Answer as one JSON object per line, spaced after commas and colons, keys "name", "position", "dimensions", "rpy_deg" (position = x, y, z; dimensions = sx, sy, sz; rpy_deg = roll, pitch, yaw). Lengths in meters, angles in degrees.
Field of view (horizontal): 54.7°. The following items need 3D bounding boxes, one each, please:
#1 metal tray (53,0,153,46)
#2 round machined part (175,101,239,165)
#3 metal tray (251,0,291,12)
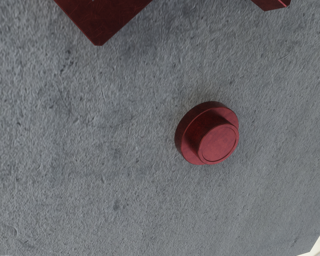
{"name": "metal tray", "position": [-0.042, -0.153, 0.287], "dimensions": [0.130, 0.030, 0.090], "rpy_deg": [-42, 130, 0]}
{"name": "round machined part", "position": [0.074, 0.014, 0.447], "dimensions": [0.099, 0.042, 0.097], "rpy_deg": [-14, 125, -21]}
{"name": "metal tray", "position": [0.097, -0.193, 0.318], "dimensions": [0.131, 0.030, 0.090], "rpy_deg": [18, 87, -36]}
